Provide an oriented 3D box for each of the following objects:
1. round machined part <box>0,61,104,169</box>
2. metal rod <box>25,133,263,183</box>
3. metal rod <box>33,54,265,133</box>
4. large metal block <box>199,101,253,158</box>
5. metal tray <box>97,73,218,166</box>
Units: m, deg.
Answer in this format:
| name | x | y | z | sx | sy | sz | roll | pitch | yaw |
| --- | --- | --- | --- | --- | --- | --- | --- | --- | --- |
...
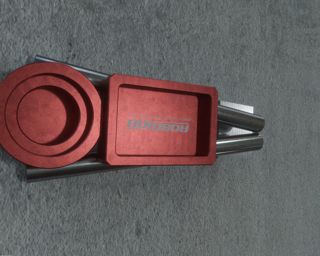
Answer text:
| name | x | y | z | sx | sy | sz | roll | pitch | yaw |
| --- | --- | --- | --- | --- | --- | --- | --- | --- | --- |
| round machined part | -0.108 | -0.012 | 0.298 | 0.099 | 0.042 | 0.097 | 0 | 90 | -30 |
| metal rod | 0.004 | 0.030 | 0.370 | 0.303 | 0.025 | 0.025 | -5 | 93 | -28 |
| metal rod | 0.008 | -0.033 | 0.372 | 0.302 | 0.025 | 0.025 | 12 | 82 | -27 |
| large metal block | 0.096 | 0.004 | 0.471 | 0.081 | 0.050 | 0.080 | 5 | 87 | -40 |
| metal tray | 0.001 | -0.005 | 0.338 | 0.131 | 0.030 | 0.089 | 3 | 88 | -28 |
